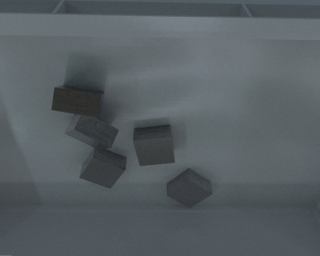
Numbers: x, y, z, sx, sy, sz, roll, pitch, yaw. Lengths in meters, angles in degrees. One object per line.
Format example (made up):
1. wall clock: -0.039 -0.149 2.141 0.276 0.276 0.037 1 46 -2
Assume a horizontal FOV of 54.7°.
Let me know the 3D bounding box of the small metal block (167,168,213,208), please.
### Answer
1. small metal block: 0.047 0.097 0.492 0.050 0.025 0.050 34 122 -26

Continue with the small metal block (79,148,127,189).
1. small metal block: -0.084 0.059 0.458 0.050 0.025 0.050 25 126 -20

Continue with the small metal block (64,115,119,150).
1. small metal block: -0.088 0.005 0.396 0.050 0.025 0.050 29 160 -23

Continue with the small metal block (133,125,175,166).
1. small metal block: -0.007 0.025 0.430 0.050 0.025 0.050 -6 130 4

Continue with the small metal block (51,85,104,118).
1. small metal block: -0.093 -0.032 0.360 0.050 0.050 0.025 9 99 -8
